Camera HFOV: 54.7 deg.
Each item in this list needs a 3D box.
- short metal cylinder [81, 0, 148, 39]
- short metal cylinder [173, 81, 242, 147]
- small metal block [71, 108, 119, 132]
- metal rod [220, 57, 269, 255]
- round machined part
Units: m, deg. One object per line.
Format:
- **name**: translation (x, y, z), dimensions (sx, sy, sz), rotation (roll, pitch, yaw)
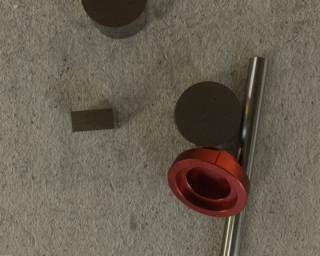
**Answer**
- **short metal cylinder**: translation (-0.055, -0.161, 0.397), dimensions (0.081, 0.050, 0.079), rotation (0, 90, 0)
- **short metal cylinder**: translation (0.058, -0.017, 0.398), dimensions (0.081, 0.050, 0.079), rotation (0, 90, 0)
- **small metal block**: translation (-0.081, -0.010, 0.397), dimensions (0.050, 0.050, 0.025), rotation (-5, 90, 0)
- **metal rod**: translation (0.110, 0.057, 0.410), dimensions (0.025, 0.025, 0.298), rotation (9, 90, 0)
- **round machined part**: translation (0.063, 0.062, 0.385), dimensions (0.098, 0.097, 0.042), rotation (35, 46, 0)
